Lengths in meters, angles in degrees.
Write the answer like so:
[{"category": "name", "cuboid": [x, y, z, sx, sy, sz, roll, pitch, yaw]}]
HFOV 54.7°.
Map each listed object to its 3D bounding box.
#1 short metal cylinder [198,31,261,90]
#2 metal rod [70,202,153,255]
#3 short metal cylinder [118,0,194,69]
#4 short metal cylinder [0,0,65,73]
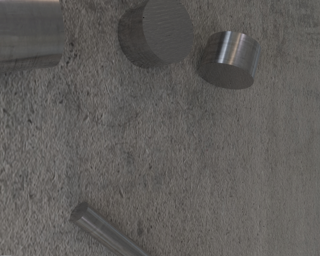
[{"category": "short metal cylinder", "cuboid": [0.102, -0.097, 0.454, 0.080, 0.080, 0.050, 28, 73, -37]}, {"category": "metal rod", "cuboid": [-0.002, 0.190, 0.403, 0.300, 0.025, 0.025, 50, 61, -29]}, {"category": "short metal cylinder", "cuboid": [-0.004, -0.117, 0.384, 0.081, 0.050, 0.079, 0, 90, -40]}, {"category": "short metal cylinder", "cuboid": [-0.124, -0.089, 0.265, 0.050, 0.080, 0.079, -18, 101, -39]}]
